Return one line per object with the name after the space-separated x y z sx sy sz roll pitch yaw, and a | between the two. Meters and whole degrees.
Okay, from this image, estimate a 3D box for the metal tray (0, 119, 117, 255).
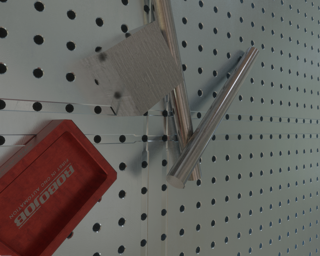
-0.115 0.064 0.310 0.130 0.030 0.090 -50 120 -29 | metal tray

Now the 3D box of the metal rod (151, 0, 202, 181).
0.021 -0.072 0.428 0.025 0.025 0.298 -19 102 -39 | metal rod

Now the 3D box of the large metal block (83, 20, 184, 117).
-0.029 -0.069 0.370 0.080 0.050 0.080 -43 116 -32 | large metal block

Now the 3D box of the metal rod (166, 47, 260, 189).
0.091 -0.033 0.465 0.025 0.025 0.301 56 51 -26 | metal rod
